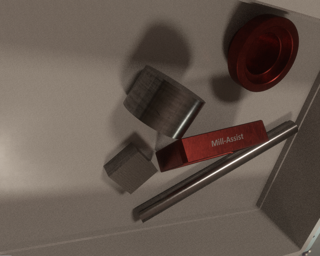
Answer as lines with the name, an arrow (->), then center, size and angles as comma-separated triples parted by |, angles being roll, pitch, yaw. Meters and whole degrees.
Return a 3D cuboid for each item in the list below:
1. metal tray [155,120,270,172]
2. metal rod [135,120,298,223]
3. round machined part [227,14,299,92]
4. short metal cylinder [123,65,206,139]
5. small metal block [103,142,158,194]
metal tray -> 0.069, 0.026, 0.425 | 0.131, 0.090, 0.030 | -12, 80, -22
metal rod -> 0.099, 0.066, 0.506 | 0.302, 0.025, 0.025 | -28, 128, -11
round machined part -> 0.130, -0.100, 0.409 | 0.099, 0.042, 0.097 | -14, 125, -21
short metal cylinder -> 0.005, -0.030, 0.359 | 0.080, 0.080, 0.050 | 23, 106, -37
small metal block -> -0.039, 0.055, 0.423 | 0.050, 0.025, 0.050 | -41, 130, -1
